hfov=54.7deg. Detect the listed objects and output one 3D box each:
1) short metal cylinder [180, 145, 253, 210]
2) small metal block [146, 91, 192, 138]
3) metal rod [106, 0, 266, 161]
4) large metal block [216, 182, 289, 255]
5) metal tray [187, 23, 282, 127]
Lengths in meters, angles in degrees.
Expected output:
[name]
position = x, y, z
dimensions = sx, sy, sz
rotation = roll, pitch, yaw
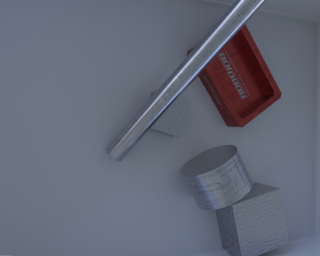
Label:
[short metal cylinder]
position = 0.074, 0.064, 0.410
dimensions = 0.080, 0.080, 0.050
rotation = -30, 100, -18
[small metal block]
position = 0.008, -0.018, 0.415
dimensions = 0.050, 0.025, 0.050
rotation = 18, 84, -20
[metal rod]
position = 0.040, -0.075, 0.363
dimensions = 0.025, 0.025, 0.299
rotation = 39, 102, -17
[large metal block]
position = 0.131, 0.132, 0.448
dimensions = 0.081, 0.050, 0.079
rotation = -13, 95, -20
[metal tray]
position = 0.110, -0.077, 0.449
dimensions = 0.090, 0.030, 0.130
rotation = -36, 102, -17
